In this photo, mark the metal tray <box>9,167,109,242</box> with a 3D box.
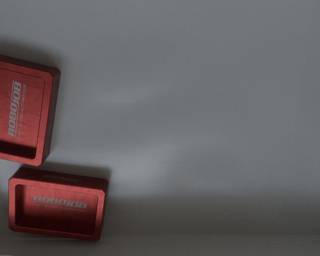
[{"bbox_3d":[-0.146,0.111,0.447,0.131,0.030,0.089,9,110,-4],"label":"metal tray"}]

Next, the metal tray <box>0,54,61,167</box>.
[{"bbox_3d":[-0.185,-0.021,0.398,0.091,0.030,0.129,13,110,-6],"label":"metal tray"}]
